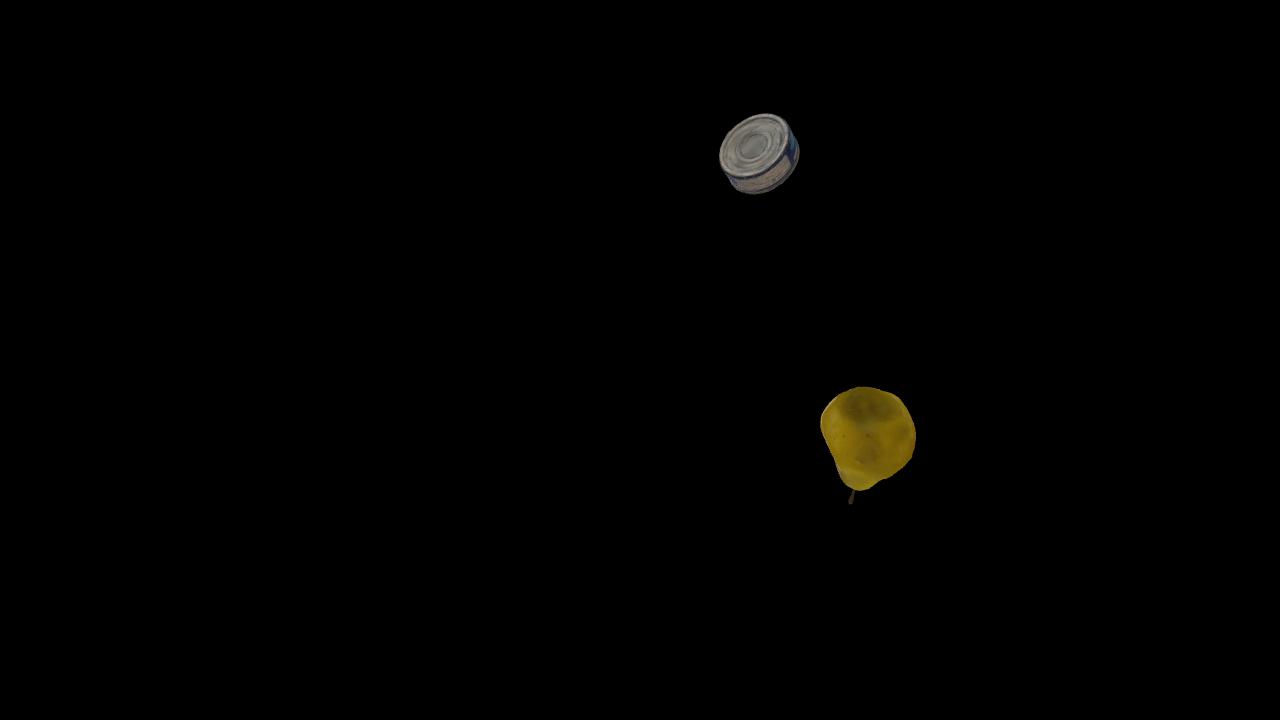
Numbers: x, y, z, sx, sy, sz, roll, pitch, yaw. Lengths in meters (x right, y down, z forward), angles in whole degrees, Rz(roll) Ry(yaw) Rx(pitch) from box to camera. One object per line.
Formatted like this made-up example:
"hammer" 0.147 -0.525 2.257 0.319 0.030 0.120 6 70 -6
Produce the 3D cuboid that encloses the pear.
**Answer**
"pear" 0.192 0.077 0.529 0.080 0.080 0.111 -3 -45 3

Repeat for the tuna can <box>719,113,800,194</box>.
"tuna can" 0.130 -0.229 0.680 0.084 0.084 0.034 0 -20 32
